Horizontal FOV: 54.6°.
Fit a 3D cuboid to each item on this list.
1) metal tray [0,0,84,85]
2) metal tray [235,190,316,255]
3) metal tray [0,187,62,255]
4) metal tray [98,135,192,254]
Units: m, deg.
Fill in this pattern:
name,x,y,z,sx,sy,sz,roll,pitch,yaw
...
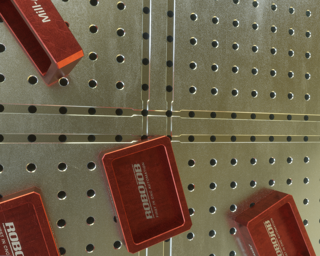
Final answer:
name,x,y,z,sx,sy,sz,roll,pitch,yaw
metal tray,-0.137,-0.115,0.325,0.030,0.090,0.130,-37,102,-24
metal tray,0.181,0.175,0.476,0.091,0.030,0.130,-27,99,-18
metal tray,-0.164,0.143,0.349,0.091,0.030,0.129,-17,96,-19
metal tray,-0.018,0.082,0.403,0.091,0.030,0.129,-17,96,-19
